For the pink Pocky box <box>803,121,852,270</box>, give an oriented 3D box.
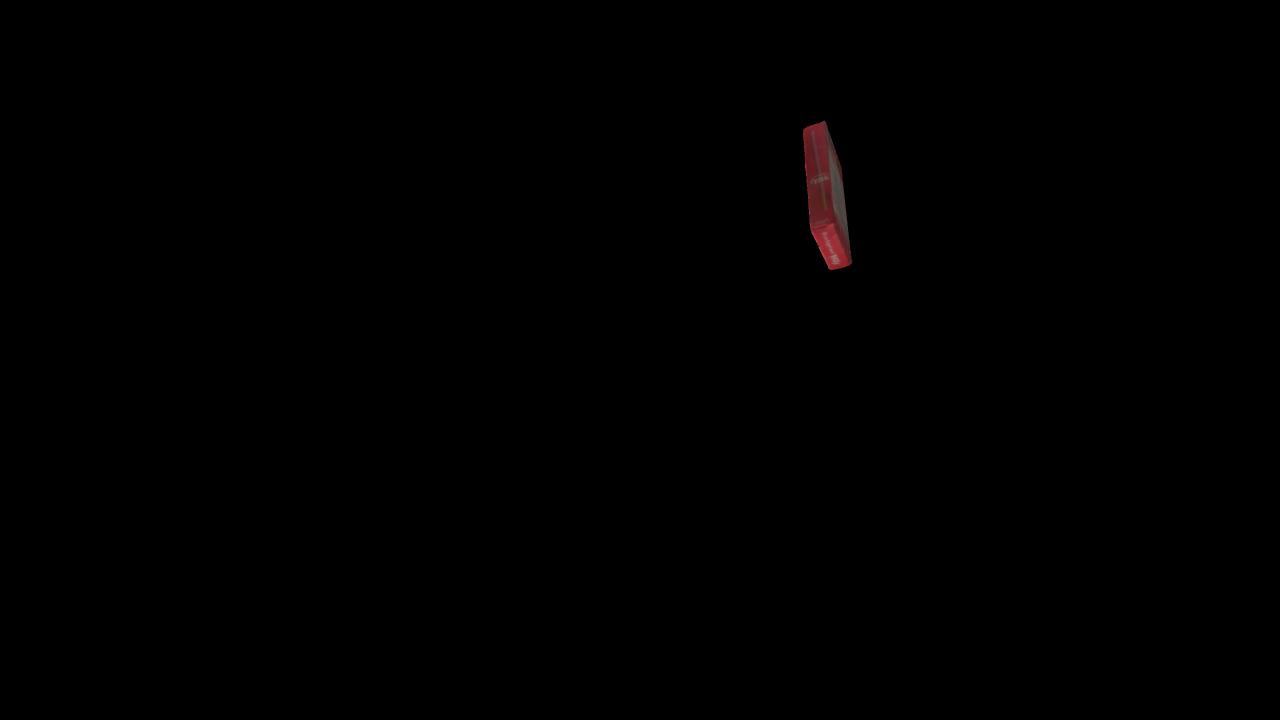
[{"bbox_3d":[0.218,-0.191,0.717,0.029,0.155,0.084,-11,-30,28],"label":"pink Pocky box"}]
